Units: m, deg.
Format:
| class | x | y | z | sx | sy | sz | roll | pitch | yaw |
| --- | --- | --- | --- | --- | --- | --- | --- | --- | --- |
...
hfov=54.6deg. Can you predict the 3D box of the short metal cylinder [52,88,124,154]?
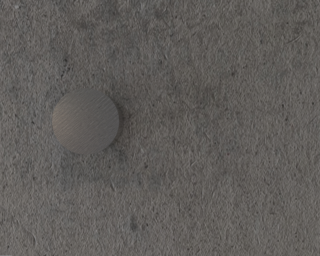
| class | x | y | z | sx | sy | sz | roll | pitch | yaw |
| --- | --- | --- | --- | --- | --- | --- | --- | --- | --- |
| short metal cylinder | -0.089 | -0.008 | 0.397 | 0.080 | 0.050 | 0.080 | 0 | 90 | 0 |
